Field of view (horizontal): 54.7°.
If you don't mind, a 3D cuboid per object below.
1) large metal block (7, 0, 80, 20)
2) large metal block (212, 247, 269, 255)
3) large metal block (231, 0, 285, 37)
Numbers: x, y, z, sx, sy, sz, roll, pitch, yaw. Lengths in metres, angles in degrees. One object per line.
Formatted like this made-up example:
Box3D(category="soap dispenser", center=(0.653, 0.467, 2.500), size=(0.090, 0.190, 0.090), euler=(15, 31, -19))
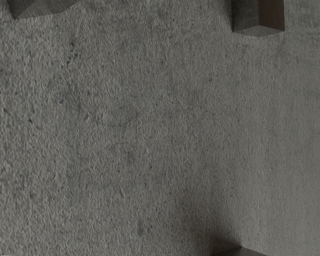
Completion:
Box3D(category="large metal block", center=(-0.109, -0.151, 0.277), size=(0.050, 0.080, 0.080), euler=(-27, 107, -37))
Box3D(category="large metal block", center=(0.138, 0.229, 0.485), size=(0.081, 0.080, 0.050), euler=(7, 86, -40))
Box3D(category="large metal block", center=(0.167, -0.204, 0.528), size=(0.081, 0.050, 0.079), euler=(-6, 94, -40))
